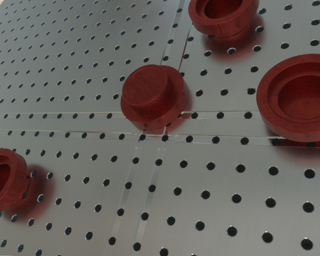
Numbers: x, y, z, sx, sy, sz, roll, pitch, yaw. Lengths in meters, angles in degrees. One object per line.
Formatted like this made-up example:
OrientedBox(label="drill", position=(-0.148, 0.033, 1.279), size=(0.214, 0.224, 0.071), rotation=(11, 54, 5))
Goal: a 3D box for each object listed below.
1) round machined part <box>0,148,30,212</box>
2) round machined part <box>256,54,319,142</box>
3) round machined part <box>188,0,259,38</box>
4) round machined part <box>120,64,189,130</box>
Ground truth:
OrientedBox(label="round machined part", position=(-0.239, 0.084, 0.469), size=(0.098, 0.042, 0.098), rotation=(-13, 56, 20))
OrientedBox(label="round machined part", position=(0.158, -0.028, 0.332), size=(0.098, 0.042, 0.098), rotation=(-13, 56, 20))
OrientedBox(label="round machined part", position=(0.095, -0.172, 0.453), size=(0.098, 0.042, 0.098), rotation=(-13, 56, 20))
OrientedBox(label="round machined part", position=(-0.013, -0.050, 0.434), size=(0.098, 0.042, 0.098), rotation=(-13, 56, 20))
